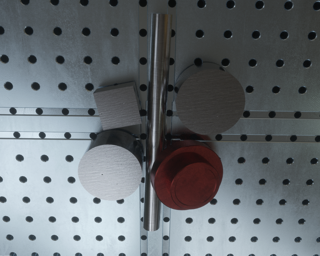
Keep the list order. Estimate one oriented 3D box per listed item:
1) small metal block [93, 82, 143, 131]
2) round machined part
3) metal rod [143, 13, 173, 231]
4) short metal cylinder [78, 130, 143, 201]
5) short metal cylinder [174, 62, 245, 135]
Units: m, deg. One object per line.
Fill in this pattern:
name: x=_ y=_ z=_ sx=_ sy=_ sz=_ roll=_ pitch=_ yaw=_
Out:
small metal block: x=-0.053 y=-0.028 z=0.398 sx=0.050 sy=0.025 sz=0.050 roll=-11 pitch=110 yaw=3
round machined part: x=0.040 y=0.069 z=0.413 sx=0.099 sy=0.042 sz=0.097 roll=-6 pitch=110 yaw=-15
metal rod: x=-0.005 y=0.007 z=0.411 sx=0.025 sy=0.025 sz=0.298 roll=3 pitch=110 yaw=-1
short metal cylinder: x=-0.063 y=0.049 z=0.413 sx=0.081 sy=0.050 sz=0.079 roll=0 pitch=110 yaw=0
short metal cylinder: x=0.059 y=-0.037 z=0.382 sx=0.081 sy=0.050 sz=0.079 roll=0 pitch=110 yaw=0
